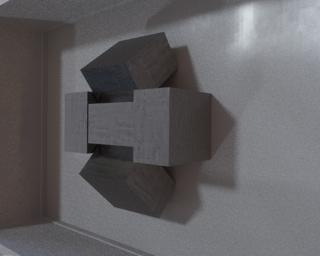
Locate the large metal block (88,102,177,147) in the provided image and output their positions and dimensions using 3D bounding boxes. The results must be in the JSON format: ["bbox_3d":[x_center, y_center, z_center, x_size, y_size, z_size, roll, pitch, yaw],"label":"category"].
[{"bbox_3d":[-0.034,-0.005,0.398,0.080,0.081,0.050,1,91,40],"label":"large metal block"}]

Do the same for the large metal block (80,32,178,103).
[{"bbox_3d":[-0.037,-0.075,0.392,0.080,0.080,0.050,2,129,40],"label":"large metal block"}]

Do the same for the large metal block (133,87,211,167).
[{"bbox_3d":[0.016,-0.002,0.357,0.050,0.081,0.080,1,91,40],"label":"large metal block"}]

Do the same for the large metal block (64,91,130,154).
[{"bbox_3d":[-0.086,-0.007,0.441,0.050,0.081,0.080,1,91,40],"label":"large metal block"}]

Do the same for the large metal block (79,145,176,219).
[{"bbox_3d":[-0.040,0.065,0.393,0.080,0.080,0.050,1,49,39],"label":"large metal block"}]
